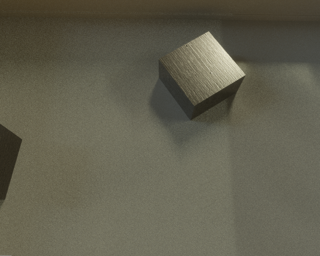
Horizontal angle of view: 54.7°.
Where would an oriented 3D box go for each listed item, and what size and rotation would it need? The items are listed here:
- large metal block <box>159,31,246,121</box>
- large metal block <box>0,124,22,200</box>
[{"bbox_3d":[0.054,-0.070,0.422,0.080,0.050,0.080,-31,73,-11],"label":"large metal block"},{"bbox_3d":[-0.215,0.036,0.365,0.050,0.080,0.080,6,70,2],"label":"large metal block"}]
